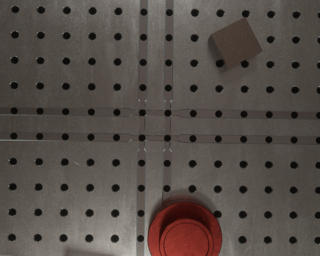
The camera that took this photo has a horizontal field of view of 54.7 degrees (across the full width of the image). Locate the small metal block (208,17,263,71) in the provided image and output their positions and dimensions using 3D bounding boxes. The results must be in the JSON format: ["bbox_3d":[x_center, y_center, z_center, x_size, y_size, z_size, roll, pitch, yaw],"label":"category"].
[{"bbox_3d":[0.100,-0.111,0.415,0.050,0.025,0.050,-27,90,-1],"label":"small metal block"}]

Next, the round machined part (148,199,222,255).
[{"bbox_3d":[0.033,0.146,0.405,0.099,0.042,0.097,0,90,-1],"label":"round machined part"}]
